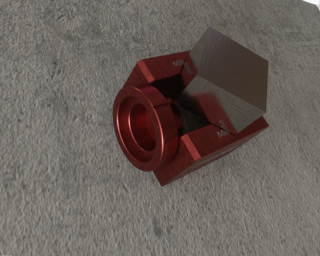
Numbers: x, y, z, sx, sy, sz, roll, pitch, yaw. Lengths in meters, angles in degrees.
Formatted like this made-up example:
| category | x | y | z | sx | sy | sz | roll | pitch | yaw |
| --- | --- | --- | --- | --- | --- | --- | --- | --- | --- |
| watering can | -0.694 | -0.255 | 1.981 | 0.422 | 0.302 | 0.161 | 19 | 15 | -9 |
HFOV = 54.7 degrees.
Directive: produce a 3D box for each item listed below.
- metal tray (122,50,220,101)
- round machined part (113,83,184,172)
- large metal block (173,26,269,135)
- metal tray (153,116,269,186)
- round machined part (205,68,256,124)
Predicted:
| category | x | y | z | sx | sy | sz | roll | pitch | yaw |
| --- | --- | --- | --- | --- | --- | --- | --- | --- | --- |
| metal tray | 0.014 | -0.060 | 0.411 | 0.131 | 0.090 | 0.030 | -20 | 73 | -36 |
| round machined part | -0.011 | -0.003 | 0.355 | 0.042 | 0.097 | 0.098 | -17 | 71 | -35 |
| large metal block | 0.069 | -0.052 | 0.341 | 0.080 | 0.050 | 0.080 | 26 | 52 | -12 |
| metal tray | 0.062 | 0.022 | 0.383 | 0.131 | 0.090 | 0.030 | -19 | 72 | -36 |
| round machined part | 0.091 | -0.038 | 0.432 | 0.042 | 0.097 | 0.098 | -17 | 71 | -35 |
